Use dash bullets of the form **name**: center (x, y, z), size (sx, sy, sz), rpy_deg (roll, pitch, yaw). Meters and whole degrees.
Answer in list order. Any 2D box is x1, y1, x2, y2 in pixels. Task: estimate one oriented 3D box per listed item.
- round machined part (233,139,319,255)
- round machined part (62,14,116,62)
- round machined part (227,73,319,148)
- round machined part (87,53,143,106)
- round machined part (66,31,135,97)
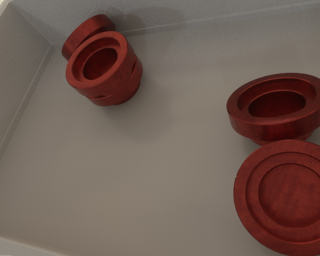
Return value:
- **round machined part**: center (0.120, 0.060, 0.280), size (0.098, 0.042, 0.097), rpy_deg (-2, 84, 23)
- **round machined part**: center (-0.109, -0.136, 0.510), size (0.098, 0.098, 0.042), rpy_deg (-43, 91, -1)
- **round machined part**: center (0.123, -0.016, 0.324), size (0.098, 0.042, 0.098), rpy_deg (-16, 31, 10)
- **round machined part**: center (-0.070, -0.074, 0.475), size (0.098, 0.042, 0.098), rpy_deg (-13, 56, 20)
- **round machined part**: center (-0.078, -0.084, 0.431), size (0.098, 0.042, 0.098), rpy_deg (-13, 57, 20)
